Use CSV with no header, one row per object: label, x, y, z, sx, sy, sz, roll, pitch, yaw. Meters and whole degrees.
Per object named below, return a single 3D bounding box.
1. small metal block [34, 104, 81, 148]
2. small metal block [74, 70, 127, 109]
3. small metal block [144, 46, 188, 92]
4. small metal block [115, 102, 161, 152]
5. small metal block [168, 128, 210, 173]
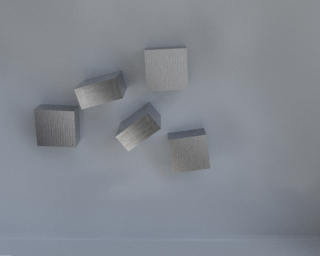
small metal block,-0.134,-0.003,0.409,0.050,0.025,0.050,2,110,-1
small metal block,-0.071,-0.048,0.380,0.050,0.050,0.025,-15,110,5
small metal block,0.008,-0.074,0.384,0.050,0.025,0.050,-3,110,1
small metal block,-0.026,-0.003,0.396,0.050,0.050,0.025,-35,106,12
small metal block,0.039,0.031,0.423,0.050,0.025,0.050,-8,110,3
